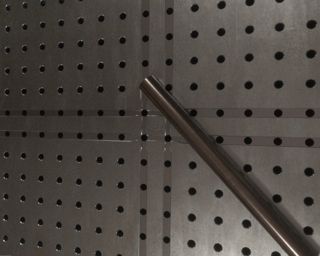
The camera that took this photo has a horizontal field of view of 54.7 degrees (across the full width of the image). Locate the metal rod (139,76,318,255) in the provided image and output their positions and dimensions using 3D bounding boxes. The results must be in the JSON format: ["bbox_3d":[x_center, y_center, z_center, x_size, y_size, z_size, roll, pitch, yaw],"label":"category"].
[{"bbox_3d":[0.078,0.048,0.384,0.025,0.025,0.300,-44,77,14],"label":"metal rod"}]
